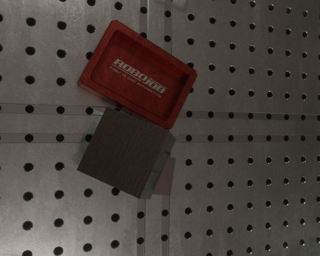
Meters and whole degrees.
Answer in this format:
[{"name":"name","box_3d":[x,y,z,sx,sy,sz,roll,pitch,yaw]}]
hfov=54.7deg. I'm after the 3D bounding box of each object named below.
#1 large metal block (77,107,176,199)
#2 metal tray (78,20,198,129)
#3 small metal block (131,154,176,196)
[{"name":"large metal block","box_3d":[-0.037,0.031,0.367,0.080,0.050,0.080,21,81,15]},{"name":"metal tray","box_3d":[-0.026,-0.064,0.400,0.131,0.030,0.090,29,80,-18]},{"name":"small metal block","box_3d":[-0.010,0.060,0.410,0.050,0.025,0.050,9,87,-20]}]
